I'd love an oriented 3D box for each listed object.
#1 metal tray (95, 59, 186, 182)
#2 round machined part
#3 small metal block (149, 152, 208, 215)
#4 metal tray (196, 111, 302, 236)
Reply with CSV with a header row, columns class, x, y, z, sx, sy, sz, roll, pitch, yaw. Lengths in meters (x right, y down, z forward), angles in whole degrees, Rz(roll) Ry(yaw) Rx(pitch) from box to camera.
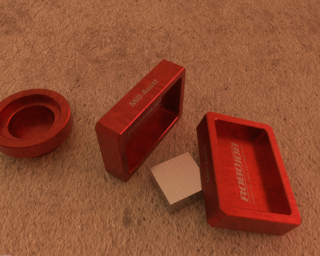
class,x,y,z,sx,sy,sz,roll,pitch,yaw
metal tray,-0.017,-0.010,0.369,0.030,0.089,0.131,27,55,21
round machined part,-0.159,-0.002,0.392,0.099,0.042,0.098,0,50,0
small metal block,0.022,0.062,0.351,0.050,0.025,0.050,-21,53,-17
metal tray,0.093,0.046,0.343,0.091,0.030,0.130,12,48,-15
